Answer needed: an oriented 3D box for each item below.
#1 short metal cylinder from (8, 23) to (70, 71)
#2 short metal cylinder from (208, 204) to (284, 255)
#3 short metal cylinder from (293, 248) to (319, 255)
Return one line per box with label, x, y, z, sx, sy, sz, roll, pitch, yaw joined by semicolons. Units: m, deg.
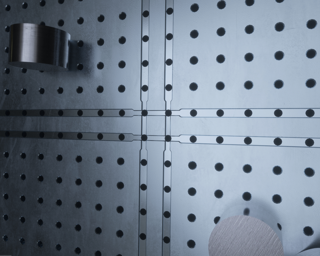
short metal cylinder;-0.171;-0.112;0.442;0.080;0.080;0.050;4;92;19
short metal cylinder;0.101;0.136;0.363;0.080;0.050;0.079;0;90;19
short metal cylinder;0.160;0.173;0.327;0.080;0.080;0.050;-38;78;16
